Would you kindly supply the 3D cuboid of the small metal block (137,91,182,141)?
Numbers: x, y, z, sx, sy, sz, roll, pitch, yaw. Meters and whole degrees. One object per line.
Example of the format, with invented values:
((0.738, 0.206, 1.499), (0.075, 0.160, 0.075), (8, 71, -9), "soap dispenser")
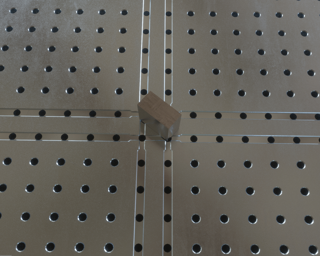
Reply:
((-0.001, -0.014, 0.403), (0.050, 0.050, 0.025), (38, 74, 12), "small metal block")
